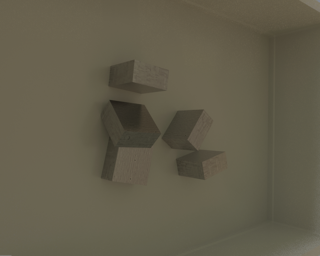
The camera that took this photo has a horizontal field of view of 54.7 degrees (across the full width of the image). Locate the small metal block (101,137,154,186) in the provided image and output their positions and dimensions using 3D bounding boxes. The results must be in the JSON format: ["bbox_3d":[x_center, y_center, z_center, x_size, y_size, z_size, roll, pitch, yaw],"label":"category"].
[{"bbox_3d":[-0.039,0.041,0.376,0.050,0.025,0.050,17,80,-39],"label":"small metal block"}]

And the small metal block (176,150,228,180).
[{"bbox_3d":[0.060,0.051,0.443,0.050,0.050,0.025,-17,101,-39],"label":"small metal block"}]

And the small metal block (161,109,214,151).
[{"bbox_3d":[0.038,0.002,0.424,0.025,0.050,0.050,46,62,-31],"label":"small metal block"}]

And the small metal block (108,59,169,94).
[{"bbox_3d":[-0.026,-0.060,0.370,0.050,0.050,0.025,8,85,-40],"label":"small metal block"}]

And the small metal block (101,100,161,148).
[{"bbox_3d":[-0.034,-0.004,0.361,0.050,0.025,0.050,5,42,-40],"label":"small metal block"}]
